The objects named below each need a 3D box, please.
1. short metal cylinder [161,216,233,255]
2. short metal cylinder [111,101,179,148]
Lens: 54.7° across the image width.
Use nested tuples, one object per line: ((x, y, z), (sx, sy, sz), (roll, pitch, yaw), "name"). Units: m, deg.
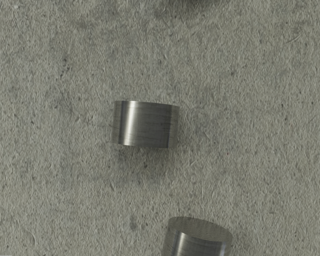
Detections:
((0.045, 0.148, 0.383), (0.080, 0.080, 0.050), (12, 90, 0), "short metal cylinder")
((-0.018, -0.004, 0.382), (0.080, 0.080, 0.050), (5, 90, 0), "short metal cylinder")
